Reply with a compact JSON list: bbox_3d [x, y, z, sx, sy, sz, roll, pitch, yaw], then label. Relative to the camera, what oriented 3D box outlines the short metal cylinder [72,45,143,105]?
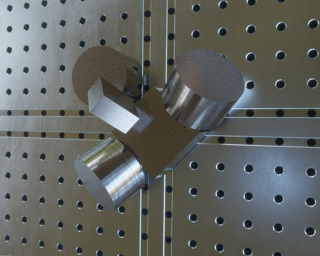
[{"bbox_3d":[-0.070,-0.066,0.420,0.080,0.050,0.079,0,90,20],"label":"short metal cylinder"}]

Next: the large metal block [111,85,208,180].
[{"bbox_3d":[0.001,0.005,0.393,0.080,0.050,0.080,46,104,14],"label":"large metal block"}]

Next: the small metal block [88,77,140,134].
[{"bbox_3d":[-0.055,-0.027,0.362,0.025,0.050,0.050,-47,32,16],"label":"small metal block"}]

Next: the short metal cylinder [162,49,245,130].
[{"bbox_3d":[0.048,-0.045,0.355,0.080,0.081,0.050,45,142,14],"label":"short metal cylinder"}]

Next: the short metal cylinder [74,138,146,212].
[{"bbox_3d":[-0.064,0.059,0.396,0.080,0.050,0.080,35,145,29],"label":"short metal cylinder"}]
